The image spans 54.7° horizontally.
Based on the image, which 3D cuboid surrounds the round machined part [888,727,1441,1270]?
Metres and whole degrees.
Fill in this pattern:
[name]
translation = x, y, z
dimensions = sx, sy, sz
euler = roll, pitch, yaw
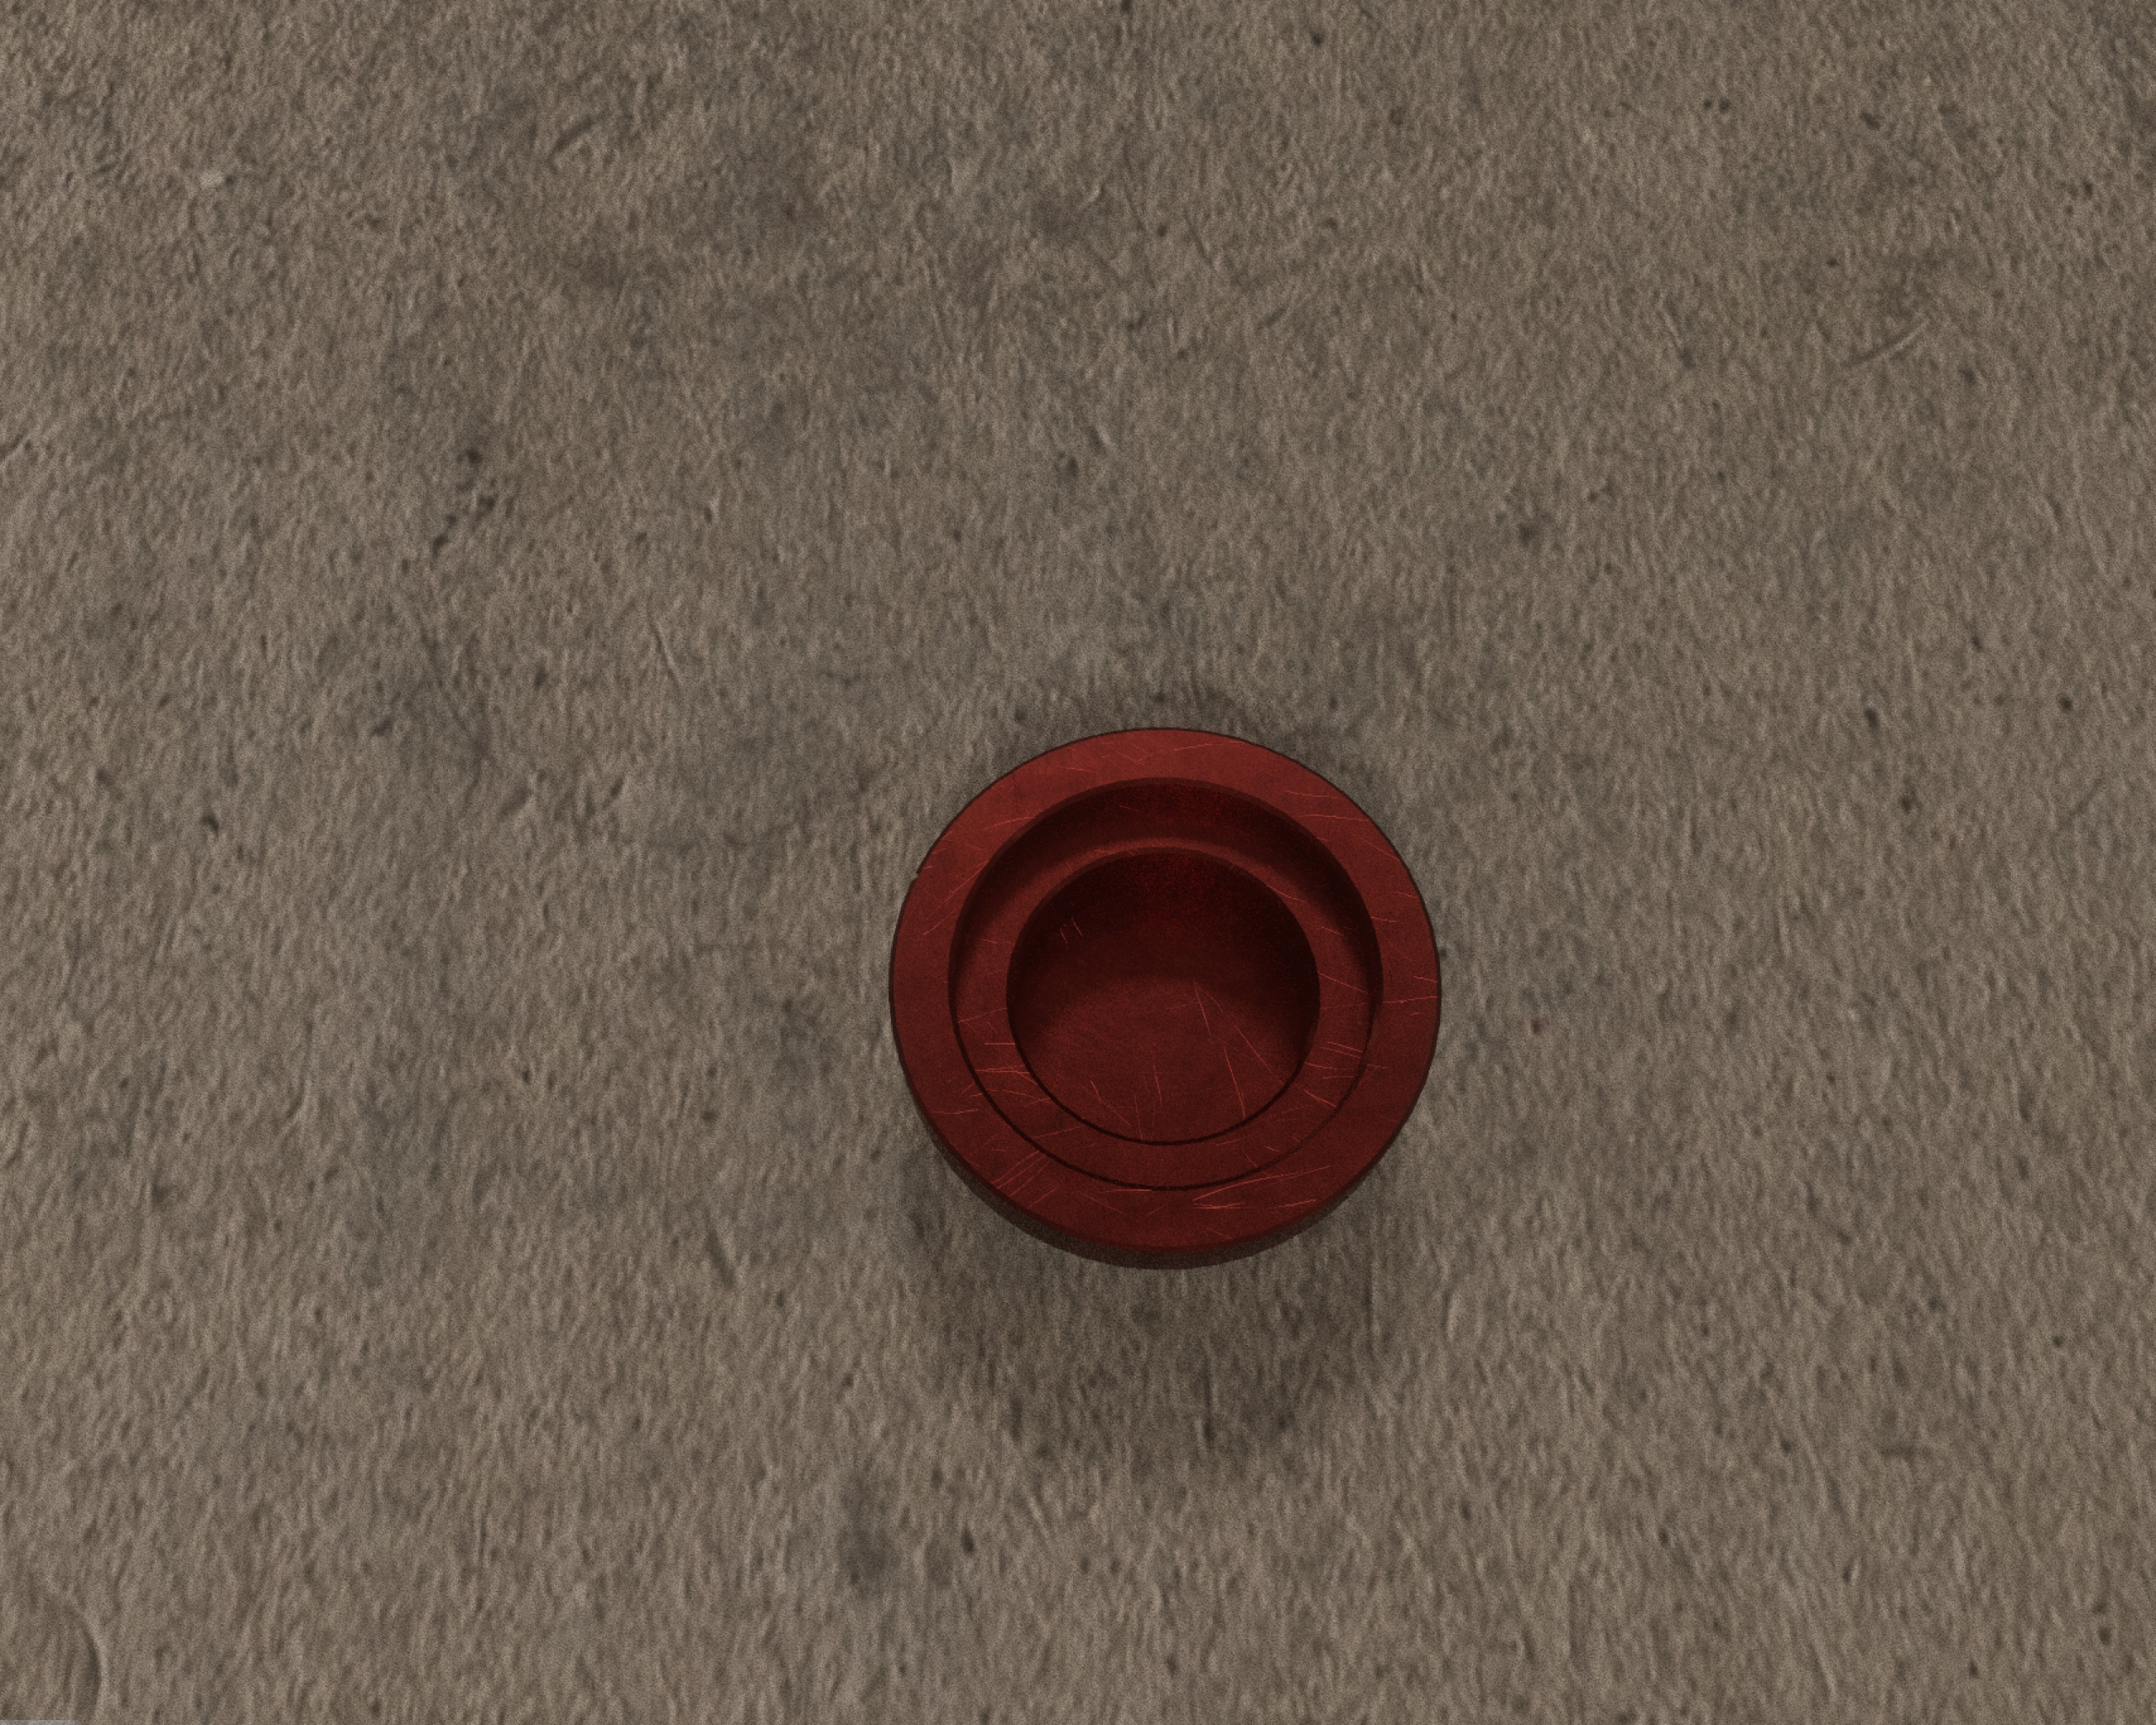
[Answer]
[round machined part]
translation = 0.015, 0.027, 0.390
dimensions = 0.099, 0.042, 0.098
euler = 0, 70, -1
